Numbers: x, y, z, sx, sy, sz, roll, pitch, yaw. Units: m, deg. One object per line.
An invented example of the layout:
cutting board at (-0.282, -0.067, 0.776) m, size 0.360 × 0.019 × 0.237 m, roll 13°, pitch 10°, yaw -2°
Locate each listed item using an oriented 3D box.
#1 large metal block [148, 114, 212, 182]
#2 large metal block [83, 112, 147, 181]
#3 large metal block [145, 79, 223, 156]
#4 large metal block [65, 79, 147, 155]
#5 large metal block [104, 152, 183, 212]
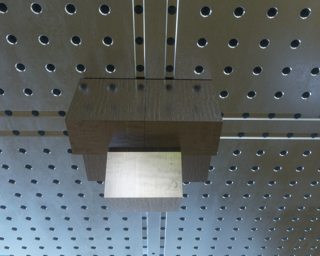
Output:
large metal block at (0.024, 0.027, 0.416) m, size 0.081 × 0.050 × 0.079 m, roll 1°, pitch 130°, yaw -1°
large metal block at (-0.057, 0.026, 0.414) m, size 0.081 × 0.050 × 0.079 m, roll 1°, pitch 130°, yaw -1°
large metal block at (0.024, -0.014, 0.363) m, size 0.081 × 0.080 × 0.050 m, roll 1°, pitch 130°, yaw -1°
large metal block at (-0.057, -0.015, 0.361) m, size 0.081 × 0.080 × 0.050 m, roll 1°, pitch 130°, yaw -1°
large metal block at (-0.017, 0.066, 0.363) m, size 0.081 × 0.050 × 0.080 m, roll 0°, pitch 154°, yaw -1°
